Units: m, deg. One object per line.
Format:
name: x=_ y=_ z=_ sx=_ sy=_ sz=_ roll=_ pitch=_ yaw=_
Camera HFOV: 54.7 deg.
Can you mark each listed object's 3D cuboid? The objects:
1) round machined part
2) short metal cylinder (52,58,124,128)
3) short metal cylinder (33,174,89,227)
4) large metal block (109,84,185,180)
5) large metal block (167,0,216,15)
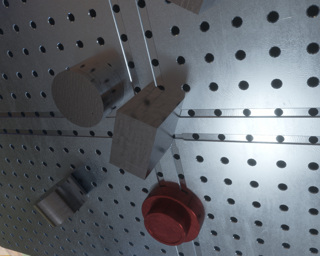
round machined part: x=0.015 y=0.143 z=0.481 sx=0.098 sy=0.042 sz=0.097 roll=13 pitch=124 yaw=21
short metal cylinder: x=-0.096 y=-0.047 z=0.417 sx=0.080 sy=0.050 sz=0.079 roll=13 pitch=124 yaw=21
short metal cylinder: x=-0.173 y=0.127 z=0.545 sx=0.080 sy=0.080 sz=0.050 roll=-30 pitch=102 yaw=38
large metal block: x=-0.016 y=0.003 z=0.386 sx=0.050 sy=0.080 sz=0.079 roll=24 pitch=127 yaw=13
large metal block: x=0.022 y=-0.163 z=0.283 sx=0.080 sy=0.050 sz=0.079 roll=29 pitch=128 yaw=9
